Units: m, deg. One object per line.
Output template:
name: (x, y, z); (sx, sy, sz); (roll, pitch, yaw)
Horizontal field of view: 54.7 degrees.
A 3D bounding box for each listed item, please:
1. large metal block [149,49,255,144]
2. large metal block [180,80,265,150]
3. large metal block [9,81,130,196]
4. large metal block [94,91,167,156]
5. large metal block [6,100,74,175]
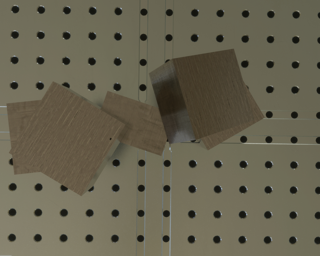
large metal block: (0.045, -0.034, 0.333); (0.081, 0.050, 0.080); (-16, 91, -29)
large metal block: (0.073, -0.027, 0.402); (0.080, 0.050, 0.080); (-30, 90, 0)
large metal block: (-0.088, 0.010, 0.319); (0.080, 0.050, 0.080); (31, 90, 0)
large metal block: (-0.029, -0.005, 0.385); (0.080, 0.080, 0.050); (19, 90, -1)
large metal block: (-0.141, 0.009, 0.384); (0.050, 0.080, 0.079); (-6, 90, 0)
